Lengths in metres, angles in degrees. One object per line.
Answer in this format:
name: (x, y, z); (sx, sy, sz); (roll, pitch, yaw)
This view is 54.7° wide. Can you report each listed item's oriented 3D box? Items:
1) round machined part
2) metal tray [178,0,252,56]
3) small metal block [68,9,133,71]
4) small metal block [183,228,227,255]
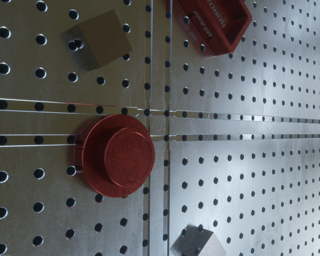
round machined part: (-0.045, 0.032, 0.360); (0.099, 0.042, 0.097); (0, 90, -40)
metal tray: (0.085, -0.188, 0.476); (0.130, 0.030, 0.090); (46, 62, -30)
small metal block: (-0.067, -0.100, 0.353); (0.050, 0.025, 0.050); (-38, 114, -33)
small metal block: (0.069, 0.190, 0.467); (0.050, 0.025, 0.050); (-45, 117, -30)
